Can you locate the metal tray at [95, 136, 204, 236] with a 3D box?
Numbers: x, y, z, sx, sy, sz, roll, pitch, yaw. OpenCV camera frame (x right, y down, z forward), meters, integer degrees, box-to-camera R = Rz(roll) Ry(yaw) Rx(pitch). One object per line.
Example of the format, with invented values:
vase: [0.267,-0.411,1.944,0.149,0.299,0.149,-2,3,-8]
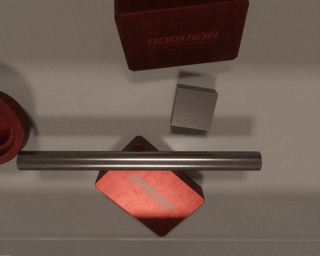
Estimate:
metal tray: [-0.013,0.085,0.440,0.130,0.030,0.090,42,104,-14]

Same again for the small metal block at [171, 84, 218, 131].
small metal block: [0.043,-0.027,0.402,0.050,0.025,0.050,8,110,-4]

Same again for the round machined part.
round machined part: [-0.217,-0.004,0.398,0.099,0.042,0.097,0,110,-1]

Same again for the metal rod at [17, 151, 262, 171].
metal rod: [-0.025,0.042,0.393,0.302,0.025,0.025,0,110,-1]

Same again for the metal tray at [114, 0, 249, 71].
metal tray: [0.023,-0.108,0.341,0.131,0.030,0.090,-6,153,2]
